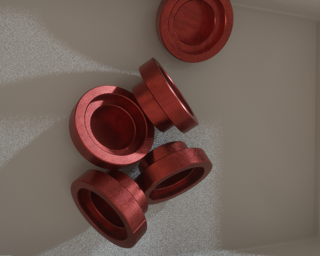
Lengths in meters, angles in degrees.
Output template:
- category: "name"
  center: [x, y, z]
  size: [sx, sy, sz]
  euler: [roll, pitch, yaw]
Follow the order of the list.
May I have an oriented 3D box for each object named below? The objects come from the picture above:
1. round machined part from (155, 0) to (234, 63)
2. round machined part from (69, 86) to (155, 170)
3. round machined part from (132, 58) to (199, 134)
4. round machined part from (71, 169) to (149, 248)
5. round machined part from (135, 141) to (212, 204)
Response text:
- category: "round machined part"
  center: [0.041, -0.138, 0.403]
  size: [0.099, 0.042, 0.097]
  euler: [-7, 117, -14]
- category: "round machined part"
  center: [-0.059, 0.002, 0.367]
  size: [0.099, 0.042, 0.098]
  euler: [15, 61, -28]
- category: "round machined part"
  center: [0.003, -0.033, 0.379]
  size: [0.042, 0.098, 0.098]
  euler: [-34, 103, 10]
- category: "round machined part"
  center: [-0.052, 0.086, 0.357]
  size: [0.042, 0.098, 0.098]
  euler: [-41, 104, -38]
- category: "round machined part"
  center: [0.012, 0.052, 0.386]
  size: [0.099, 0.097, 0.042]
  euler: [-19, 61, -19]
